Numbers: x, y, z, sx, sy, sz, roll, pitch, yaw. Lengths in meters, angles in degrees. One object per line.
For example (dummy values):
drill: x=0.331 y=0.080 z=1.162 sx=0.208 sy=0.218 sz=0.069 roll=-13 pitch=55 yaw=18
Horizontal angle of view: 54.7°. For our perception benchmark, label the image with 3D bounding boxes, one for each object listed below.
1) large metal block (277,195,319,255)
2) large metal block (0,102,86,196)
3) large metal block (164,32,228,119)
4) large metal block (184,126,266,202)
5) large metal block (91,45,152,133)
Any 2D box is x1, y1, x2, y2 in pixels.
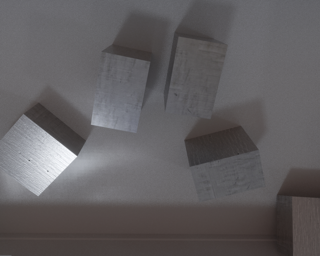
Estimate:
large metal block: x=0.214 y=0.138 z=0.434 sx=0.081 sy=0.050 sz=0.080 roll=4 pitch=79 yaw=-2
large metal block: x=-0.159 y=0.027 z=0.406 sx=0.080 sy=0.050 sz=0.080 roll=42 pitch=104 yaw=-14
large metal block: x=0.037 y=-0.064 z=0.359 sx=0.050 sy=0.080 sz=0.079 roll=9 pitch=110 yaw=-4
large metal block: x=0.080 y=0.043 z=0.399 sx=0.080 sy=0.080 sz=0.050 roll=-15 pitch=110 yaw=5
large metal block: x=-0.043 y=-0.049 z=0.363 sx=0.050 sy=0.080 sz=0.079 roll=11 pitch=110 yaw=-4
